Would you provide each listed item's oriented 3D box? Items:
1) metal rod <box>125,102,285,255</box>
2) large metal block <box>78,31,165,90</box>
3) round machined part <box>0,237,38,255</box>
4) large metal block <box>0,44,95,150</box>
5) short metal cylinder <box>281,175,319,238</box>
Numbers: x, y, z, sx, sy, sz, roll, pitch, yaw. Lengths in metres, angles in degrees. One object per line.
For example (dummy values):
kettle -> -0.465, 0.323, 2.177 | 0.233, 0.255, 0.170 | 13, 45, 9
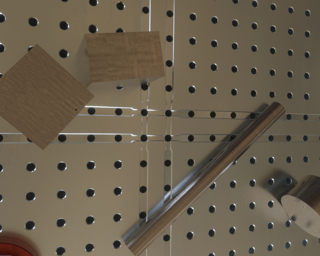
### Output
metal rod -> 0.073, 0.063, 0.439 | 0.301, 0.025, 0.025 | -41, 103, -16
large metal block -> -0.049, -0.077, 0.365 | 0.081, 0.080, 0.050 | -9, 93, -20
round machined part -> -0.181, 0.174, 0.337 | 0.099, 0.042, 0.097 | 0, 90, -20
large metal block -> -0.135, -0.033, 0.349 | 0.080, 0.050, 0.080 | 44, 76, -15
short metal cylinder -> 0.234, 0.118, 0.470 | 0.050, 0.080, 0.080 | -36, 102, -16
